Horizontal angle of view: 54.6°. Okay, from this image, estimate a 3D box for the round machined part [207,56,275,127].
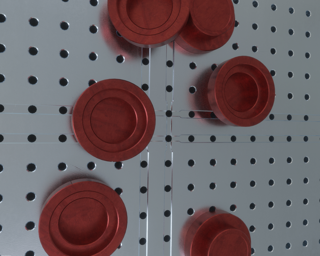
[{"bbox_3d":[0.111,-0.050,0.444,0.099,0.042,0.097,0,90,-20],"label":"round machined part"}]

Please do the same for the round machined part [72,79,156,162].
[{"bbox_3d":[-0.058,-0.009,0.382,0.099,0.042,0.097,0,90,-20],"label":"round machined part"}]

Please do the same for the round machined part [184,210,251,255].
[{"bbox_3d":[0.088,0.169,0.436,0.099,0.042,0.097,0,90,-20],"label":"round machined part"}]

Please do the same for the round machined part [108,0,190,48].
[{"bbox_3d":[-0.012,-0.149,0.386,0.098,0.042,0.097,0,92,4],"label":"round machined part"}]

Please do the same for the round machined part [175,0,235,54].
[{"bbox_3d":[0.062,-0.155,0.426,0.099,0.042,0.097,0,90,-20],"label":"round machined part"}]

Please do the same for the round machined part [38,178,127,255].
[{"bbox_3d":[-0.092,0.109,0.370,0.099,0.042,0.097,0,90,-20],"label":"round machined part"}]
